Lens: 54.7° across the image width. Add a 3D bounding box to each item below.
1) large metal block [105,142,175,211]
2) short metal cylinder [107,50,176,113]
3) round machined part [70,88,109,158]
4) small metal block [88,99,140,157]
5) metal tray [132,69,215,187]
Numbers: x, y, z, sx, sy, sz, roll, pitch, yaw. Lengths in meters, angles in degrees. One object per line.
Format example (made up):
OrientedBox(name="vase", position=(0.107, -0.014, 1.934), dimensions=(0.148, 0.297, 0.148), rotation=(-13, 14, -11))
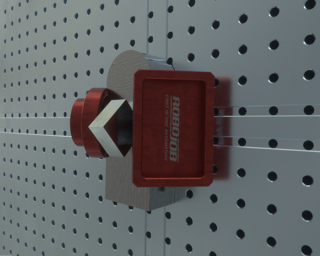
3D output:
OrientedBox(name="large metal block", position=(-0.027, 0.058, 0.415), dimensions=(0.080, 0.050, 0.079), rotation=(3, 92, 40))
OrientedBox(name="short metal cylinder", position=(-0.025, -0.059, 0.413), dimensions=(0.080, 0.050, 0.080), rotation=(0, 90, 40))
OrientedBox(name="round machined part", position=(-0.093, -0.007, 0.433), dimensions=(0.042, 0.098, 0.097), rotation=(1, 91, 7))
OrientedBox(name="small metal block", position=(-0.052, 0.000, 0.381), dimensions=(0.025, 0.050, 0.050), rotation=(0, 132, 37))
OrientedBox(name="metal tray", position=(0.014, 0.001, 0.357), dimensions=(0.030, 0.091, 0.129), rotation=(-174, 85, -83))
